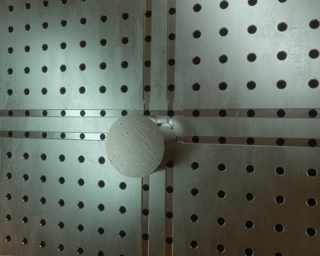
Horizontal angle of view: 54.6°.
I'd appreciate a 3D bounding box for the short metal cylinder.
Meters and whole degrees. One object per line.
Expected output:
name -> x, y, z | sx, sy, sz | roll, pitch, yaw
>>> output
short metal cylinder -> -0.024, 0.022, 0.408 | 0.080, 0.050, 0.080 | 0, 90, 20
